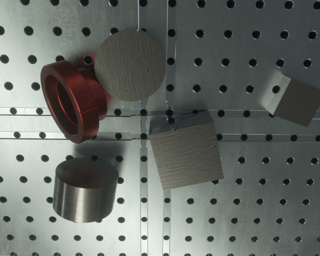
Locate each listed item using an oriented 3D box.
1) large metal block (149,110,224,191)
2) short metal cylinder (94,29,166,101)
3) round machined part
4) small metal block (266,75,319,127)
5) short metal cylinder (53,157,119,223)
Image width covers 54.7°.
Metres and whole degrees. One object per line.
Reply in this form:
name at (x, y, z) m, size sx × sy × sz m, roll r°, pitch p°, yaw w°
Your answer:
large metal block at (0.034, 0.028, 0.411) m, size 0.080 × 0.050 × 0.080 m, roll -12°, pitch 110°, yaw 4°
short metal cylinder at (-0.033, -0.077, 0.371) m, size 0.081 × 0.050 × 0.079 m, roll 0°, pitch 110°, yaw 0°
round machined part at (-0.100, -0.034, 0.372) m, size 0.042 × 0.098 × 0.097 m, roll -28°, pitch 114°, yaw -33°
small metal block at (0.176, -0.035, 0.402) m, size 0.050 × 0.025 × 0.050 m, roll 19°, pitch 109°, yaw -7°
short metal cylinder at (-0.099, 0.080, 0.413) m, size 0.081 × 0.080 × 0.050 m, roll 10°, pitch 110°, yaw -4°
